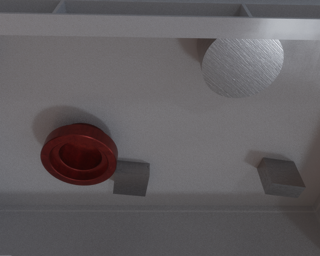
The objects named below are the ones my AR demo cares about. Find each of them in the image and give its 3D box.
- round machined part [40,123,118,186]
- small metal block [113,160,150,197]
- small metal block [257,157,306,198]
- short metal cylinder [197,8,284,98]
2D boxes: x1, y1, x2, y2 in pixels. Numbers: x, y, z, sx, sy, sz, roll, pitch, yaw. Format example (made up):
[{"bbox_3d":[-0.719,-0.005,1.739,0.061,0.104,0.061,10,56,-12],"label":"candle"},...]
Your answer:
[{"bbox_3d":[-0.107,0.032,0.423,0.099,0.042,0.097,-1,130,0],"label":"round machined part"},{"bbox_3d":[-0.044,0.078,0.475,0.050,0.025,0.050,7,130,-6],"label":"small metal block"},{"bbox_3d":[0.178,0.073,0.458,0.050,0.050,0.025,9,130,-8],"label":"small metal block"},{"bbox_3d":[0.082,-0.078,0.327,0.081,0.050,0.079,0,130,0],"label":"short metal cylinder"}]
